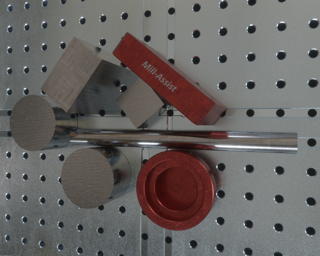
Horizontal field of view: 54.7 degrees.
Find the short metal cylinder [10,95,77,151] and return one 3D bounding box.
[{"bbox_3d":[-0.172,-0.007,0.459,0.080,0.050,0.080,0,90,20],"label":"short metal cylinder"}]

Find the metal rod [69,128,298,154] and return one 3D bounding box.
[{"bbox_3d":[0.016,0.015,0.407,0.301,0.025,0.025,1,90,19],"label":"metal rod"}]

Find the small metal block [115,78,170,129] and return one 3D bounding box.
[{"bbox_3d":[-0.023,-0.034,0.421,0.050,0.025,0.050,-41,77,15],"label":"small metal block"}]

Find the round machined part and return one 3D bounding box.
[{"bbox_3d":[0.023,0.076,0.395,0.098,0.042,0.097,0,90,20],"label":"round machined part"}]

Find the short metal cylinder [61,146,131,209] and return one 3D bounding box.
[{"bbox_3d":[-0.088,0.066,0.430,0.080,0.050,0.080,0,90,20],"label":"short metal cylinder"}]

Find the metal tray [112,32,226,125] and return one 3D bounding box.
[{"bbox_3d":[0.015,-0.056,0.372,0.130,0.090,0.030,42,103,15],"label":"metal tray"}]

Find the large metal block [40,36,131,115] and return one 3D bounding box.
[{"bbox_3d":[-0.097,-0.066,0.418,0.050,0.080,0.080,40,103,15],"label":"large metal block"}]
